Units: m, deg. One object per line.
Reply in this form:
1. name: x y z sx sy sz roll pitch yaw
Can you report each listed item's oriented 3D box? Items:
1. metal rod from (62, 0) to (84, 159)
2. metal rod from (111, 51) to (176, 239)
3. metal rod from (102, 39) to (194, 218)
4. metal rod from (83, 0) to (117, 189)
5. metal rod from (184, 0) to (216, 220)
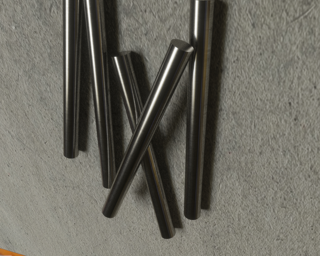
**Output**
1. metal rod: -0.119 -0.076 0.422 0.025 0.025 0.298 23 127 14
2. metal rod: -0.017 0.041 0.440 0.025 0.025 0.298 1 119 27
3. metal rod: -0.029 0.024 0.403 0.025 0.025 0.298 31 127 8
4. metal rod: -0.078 -0.035 0.426 0.025 0.025 0.298 15 125 20
5. metal rod: 0.045 0.000 0.382 0.025 0.025 0.298 12 124 21
